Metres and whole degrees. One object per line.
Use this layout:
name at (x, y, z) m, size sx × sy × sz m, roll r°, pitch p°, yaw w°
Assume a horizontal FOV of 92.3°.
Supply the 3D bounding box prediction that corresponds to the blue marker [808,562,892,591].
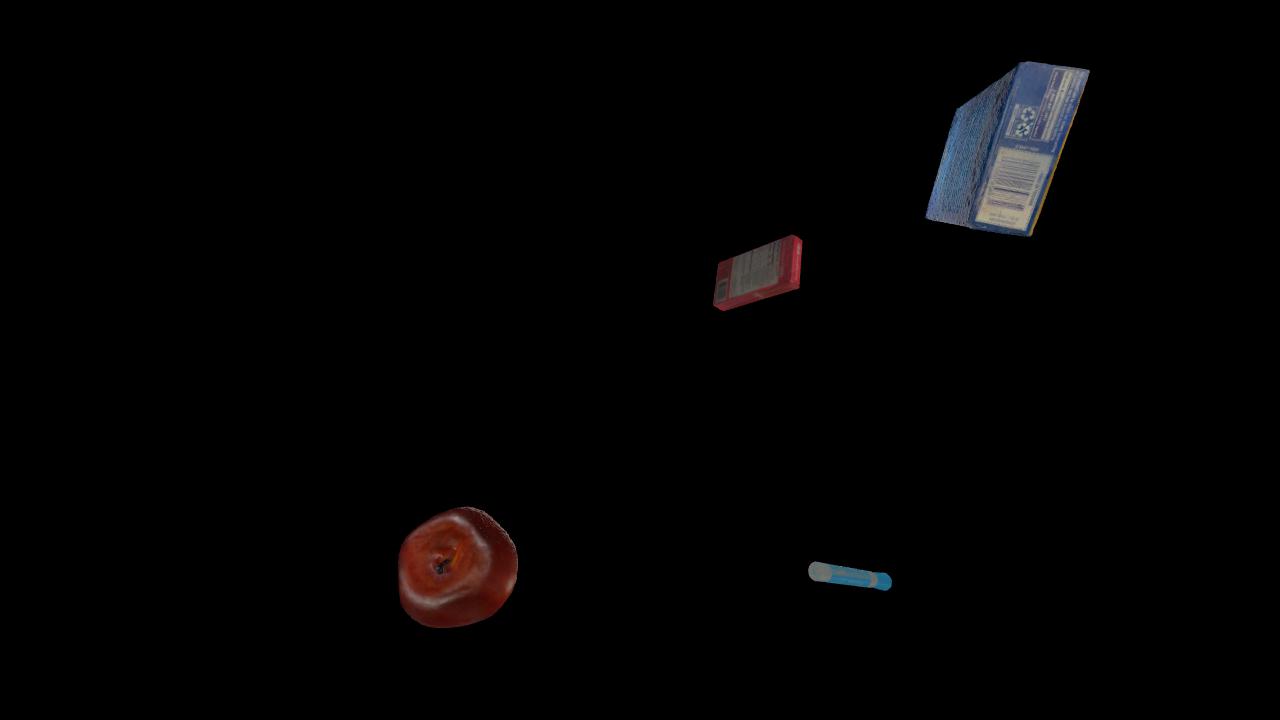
blue marker at (0.225, 0.229, 0.650) m, size 0.121 × 0.020 × 0.020 m, roll 19°, pitch -10°, yaw -31°

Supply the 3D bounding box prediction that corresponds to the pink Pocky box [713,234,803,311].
pink Pocky box at (0.185, -0.135, 0.976) m, size 0.029 × 0.084 × 0.155 m, roll 24°, pitch -25°, yaw -35°

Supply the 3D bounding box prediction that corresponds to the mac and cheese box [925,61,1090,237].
mac and cheese box at (0.242, -0.138, 0.428) m, size 0.041 × 0.093 × 0.184 m, roll 13°, pitch 18°, yaw 14°

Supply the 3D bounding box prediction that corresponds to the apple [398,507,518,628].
apple at (-0.121, 0.142, 0.415) m, size 0.079 × 0.079 × 0.093 m, roll 0°, pitch -23°, yaw 3°
